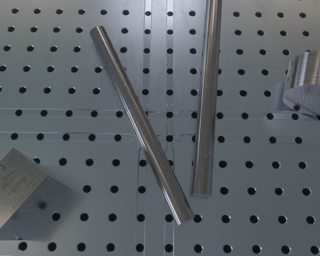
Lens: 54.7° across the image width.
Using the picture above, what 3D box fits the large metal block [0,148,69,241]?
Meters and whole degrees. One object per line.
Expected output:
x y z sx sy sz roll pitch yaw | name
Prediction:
-0.161 0.078 0.353 0.050 0.080 0.080 35 74 12 | large metal block

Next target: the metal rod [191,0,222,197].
0.068 -0.056 0.432 0.025 0.025 0.299 6 70 2 | metal rod

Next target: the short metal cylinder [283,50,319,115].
0.207 -0.057 0.405 0.080 0.080 0.050 16 71 5 | short metal cylinder

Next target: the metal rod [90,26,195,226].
-0.031 -0.016 0.417 0.025 0.025 0.299 -23 72 -8 | metal rod
